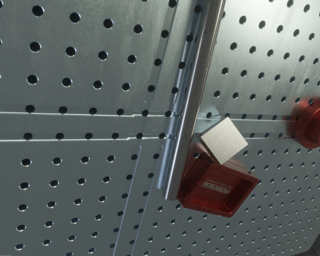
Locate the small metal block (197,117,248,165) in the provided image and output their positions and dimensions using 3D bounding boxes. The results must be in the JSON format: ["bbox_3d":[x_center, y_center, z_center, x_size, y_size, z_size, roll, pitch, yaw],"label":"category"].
[{"bbox_3d":[0.092,0.019,0.458,0.050,0.025,0.050,-36,92,-6],"label":"small metal block"}]

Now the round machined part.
[{"bbox_3d":[0.298,-0.002,0.565,0.099,0.042,0.097,-14,124,-21],"label":"round machined part"}]

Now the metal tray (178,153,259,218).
[{"bbox_3d":[0.099,0.101,0.526,0.131,0.030,0.090,23,106,-37],"label":"metal tray"}]

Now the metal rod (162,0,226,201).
[{"bbox_3d":[0.040,-0.024,0.419,0.025,0.025,0.298,-4,121,-27],"label":"metal rod"}]
